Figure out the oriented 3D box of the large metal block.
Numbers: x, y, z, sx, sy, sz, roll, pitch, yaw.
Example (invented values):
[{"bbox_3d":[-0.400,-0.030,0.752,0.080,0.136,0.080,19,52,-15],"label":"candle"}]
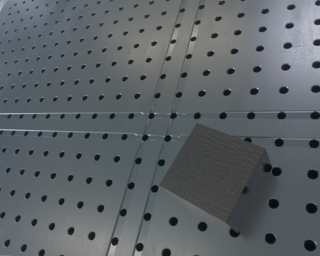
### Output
[{"bbox_3d":[0.060,0.051,0.330,0.080,0.050,0.080,23,74,36],"label":"large metal block"}]
